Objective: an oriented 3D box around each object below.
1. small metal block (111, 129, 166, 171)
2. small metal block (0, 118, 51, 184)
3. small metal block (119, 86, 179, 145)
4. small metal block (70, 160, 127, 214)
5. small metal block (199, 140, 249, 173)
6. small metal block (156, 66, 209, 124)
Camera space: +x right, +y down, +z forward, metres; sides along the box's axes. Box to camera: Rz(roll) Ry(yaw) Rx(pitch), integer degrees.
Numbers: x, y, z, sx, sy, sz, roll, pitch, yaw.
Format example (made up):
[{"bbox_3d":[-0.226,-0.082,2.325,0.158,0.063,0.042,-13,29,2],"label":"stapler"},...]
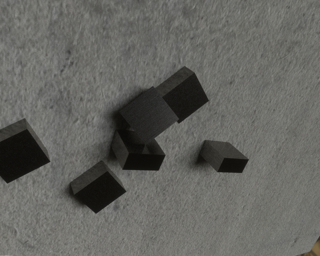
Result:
[{"bbox_3d":[-0.029,0.028,0.393,0.050,0.050,0.025,6,120,-32],"label":"small metal block"},{"bbox_3d":[-0.157,0.025,0.337,0.050,0.025,0.050,-28,128,-11],"label":"small metal block"},{"bbox_3d":[-0.013,-0.014,0.375,0.050,0.025,0.050,-38,91,-4],"label":"small metal block"},{"bbox_3d":[-0.081,0.079,0.412,0.050,0.025,0.050,-36,130,-5],"label":"small metal block"},{"bbox_3d":[0.097,0.043,0.473,0.050,0.050,0.025,7,115,-32],"label":"small metal block"},{"bbox_3d":[0.028,-0.042,0.398,0.050,0.025,0.050,-38,130,-3],"label":"small metal block"}]
